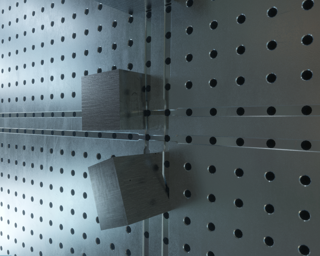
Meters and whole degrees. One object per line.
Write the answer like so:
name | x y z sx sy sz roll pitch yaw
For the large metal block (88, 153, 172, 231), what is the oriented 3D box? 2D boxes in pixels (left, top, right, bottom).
large metal block | -0.038 0.080 0.403 0.050 0.081 0.080 -24 75 37

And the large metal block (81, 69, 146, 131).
large metal block | -0.067 -0.036 0.446 0.080 0.050 0.079 -2 89 39

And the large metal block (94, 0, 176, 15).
large metal block | -0.036 -0.191 0.401 0.080 0.081 0.050 0 90 39
